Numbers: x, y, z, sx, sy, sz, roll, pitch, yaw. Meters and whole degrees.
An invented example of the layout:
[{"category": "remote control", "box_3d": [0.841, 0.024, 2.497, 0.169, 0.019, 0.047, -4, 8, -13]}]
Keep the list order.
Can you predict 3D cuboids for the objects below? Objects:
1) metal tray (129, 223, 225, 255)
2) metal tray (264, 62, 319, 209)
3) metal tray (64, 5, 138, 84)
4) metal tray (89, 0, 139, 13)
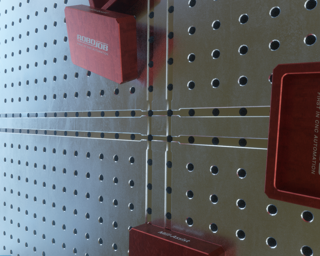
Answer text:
[{"category": "metal tray", "box_3d": [0.016, 0.182, 0.394, 0.130, 0.030, 0.090, 2, 92, 40]}, {"category": "metal tray", "box_3d": [0.149, 0.007, 0.283, 0.090, 0.030, 0.129, 5, 93, 40]}, {"category": "metal tray", "box_3d": [-0.089, -0.127, 0.460, 0.130, 0.030, 0.089, 27, 129, 37]}, {"category": "metal tray", "box_3d": [-0.076, -0.238, 0.470, 0.090, 0.030, 0.130, -26, 74, 37]}]
